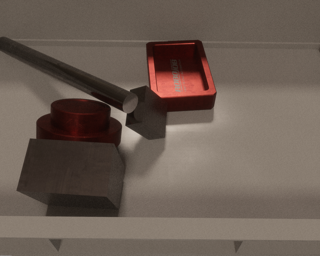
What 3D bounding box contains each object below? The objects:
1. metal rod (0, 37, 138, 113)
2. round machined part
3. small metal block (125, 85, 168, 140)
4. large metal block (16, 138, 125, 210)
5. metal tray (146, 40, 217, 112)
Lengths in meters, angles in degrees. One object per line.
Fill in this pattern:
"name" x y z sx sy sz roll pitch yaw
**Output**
"metal rod" -0.149 -0.085 0.441 0.300 0.025 0.025 26 54 32
"round machined part" -0.095 -0.007 0.369 0.099 0.042 0.098 7 18 -2
"small metal block" -0.016 -0.018 0.393 0.025 0.050 0.050 -11 62 31
"large metal block" -0.084 0.051 0.319 0.080 0.080 0.050 3 67 2
"metal tray" 0.028 -0.083 0.471 0.091 0.030 0.130 -3 50 -4
